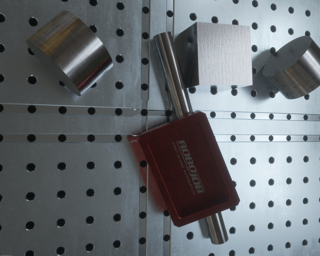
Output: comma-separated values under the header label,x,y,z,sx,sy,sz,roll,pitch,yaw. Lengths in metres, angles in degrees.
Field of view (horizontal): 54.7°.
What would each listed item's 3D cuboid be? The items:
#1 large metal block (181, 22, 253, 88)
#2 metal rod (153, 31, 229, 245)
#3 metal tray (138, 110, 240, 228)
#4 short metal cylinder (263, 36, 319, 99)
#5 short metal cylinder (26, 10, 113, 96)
label,x,y,z,sx,sy,sz,roll,pitch,yaw
large metal block,0.077,-0.096,0.427,0.081,0.050,0.079,-3,91,-20
metal rod,0.044,0.018,0.428,0.025,0.025,0.298,-18,96,-19
metal tray,0.038,0.052,0.403,0.090,0.030,0.129,-22,96,3
short metal cylinder,0.201,-0.089,0.457,0.050,0.080,0.080,42,77,-15
short metal cylinder,-0.100,-0.082,0.346,0.050,0.080,0.080,-47,105,-14
